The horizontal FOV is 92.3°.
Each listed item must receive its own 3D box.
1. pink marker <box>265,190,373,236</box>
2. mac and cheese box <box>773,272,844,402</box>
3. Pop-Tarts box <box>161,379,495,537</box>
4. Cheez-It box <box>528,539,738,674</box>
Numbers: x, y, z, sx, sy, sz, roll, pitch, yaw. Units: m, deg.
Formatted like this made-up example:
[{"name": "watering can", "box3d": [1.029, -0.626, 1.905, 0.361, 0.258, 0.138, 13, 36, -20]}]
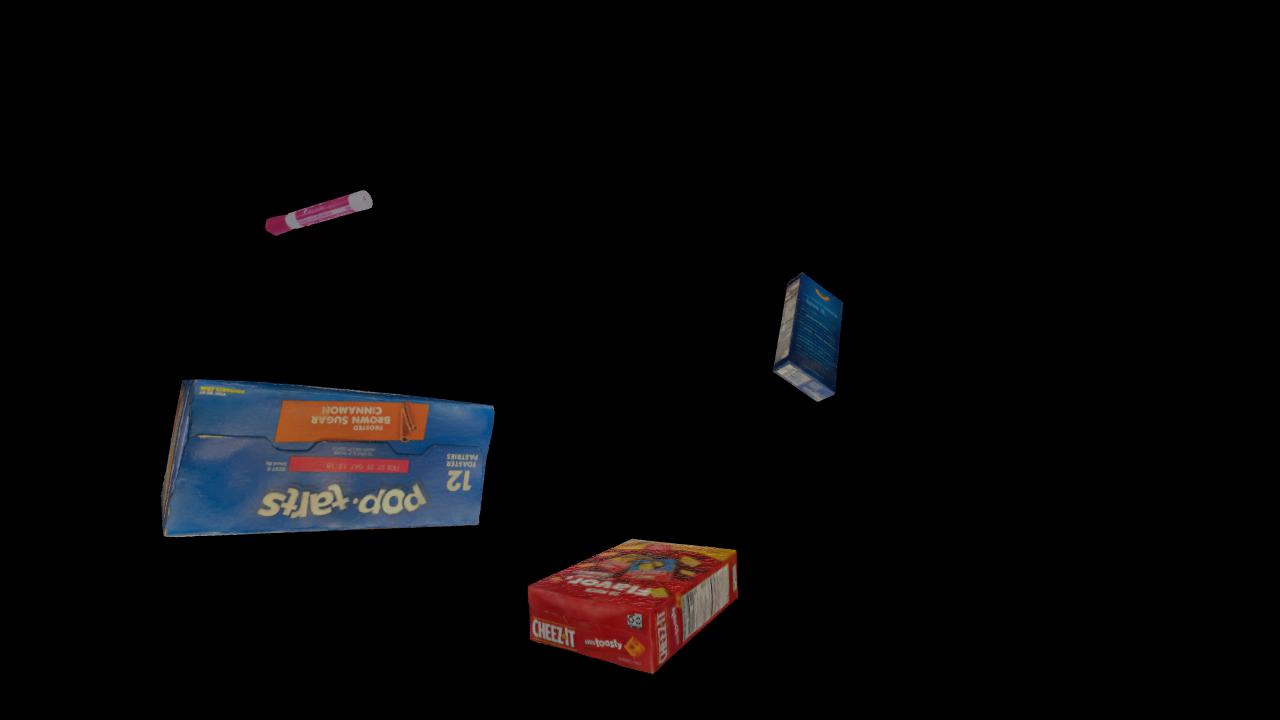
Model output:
[{"name": "pink marker", "box3d": [-0.334, -0.151, 0.636, 0.121, 0.020, 0.020, -12, -3, 12]}, {"name": "mac and cheese box", "box3d": [0.256, -0.037, 0.927, 0.093, 0.184, 0.041, 31, -38, -16]}, {"name": "Pop-Tarts box", "box3d": [-0.207, 0.060, 0.408, 0.167, 0.083, 0.141, 9, -7, -38]}, {"name": "Cheez-It box", "box3d": [0.001, 0.280, 0.738, 0.166, 0.071, 0.223, -3, -2, 32]}]
